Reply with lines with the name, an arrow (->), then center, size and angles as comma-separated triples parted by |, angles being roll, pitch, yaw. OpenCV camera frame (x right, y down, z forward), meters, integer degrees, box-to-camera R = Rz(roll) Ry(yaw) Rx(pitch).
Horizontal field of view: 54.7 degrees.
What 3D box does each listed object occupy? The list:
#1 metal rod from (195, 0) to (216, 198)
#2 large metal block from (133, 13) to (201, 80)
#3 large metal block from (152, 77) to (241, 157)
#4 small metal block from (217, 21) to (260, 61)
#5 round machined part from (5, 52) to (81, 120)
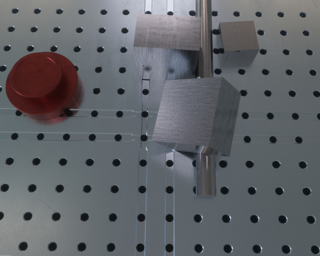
metal rod -> 0.062, -0.056, 0.432 | 0.025, 0.025, 0.299 | 2, 70, 1
large metal block -> 0.010, -0.106, 0.421 | 0.080, 0.080, 0.050 | 4, 70, 1
large metal block -> 0.045, -0.013, 0.378 | 0.080, 0.050, 0.080 | 3, 75, 40
small metal block -> 0.115, -0.130, 0.460 | 0.050, 0.025, 0.050 | -4, 70, -2
round machined part -> -0.162, -0.064, 0.425 | 0.099, 0.042, 0.098 | 0, 70, 0
